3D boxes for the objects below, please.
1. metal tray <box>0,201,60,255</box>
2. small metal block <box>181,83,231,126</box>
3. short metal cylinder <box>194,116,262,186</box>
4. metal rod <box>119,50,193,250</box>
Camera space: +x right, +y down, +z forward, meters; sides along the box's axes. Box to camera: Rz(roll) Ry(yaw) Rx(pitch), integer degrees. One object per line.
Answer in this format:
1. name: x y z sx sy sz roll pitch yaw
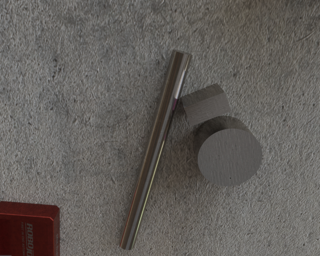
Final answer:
1. metal tray: -0.202 0.177 0.469 0.091 0.030 0.129 5 110 -3
2. small metal block: 0.056 -0.030 0.386 0.050 0.050 0.025 -21 109 7
3. short metal cylinder: 0.087 0.029 0.409 0.081 0.050 0.079 0 110 -1
4. metal rod: -0.012 0.043 0.425 0.025 0.025 0.298 14 109 -6
